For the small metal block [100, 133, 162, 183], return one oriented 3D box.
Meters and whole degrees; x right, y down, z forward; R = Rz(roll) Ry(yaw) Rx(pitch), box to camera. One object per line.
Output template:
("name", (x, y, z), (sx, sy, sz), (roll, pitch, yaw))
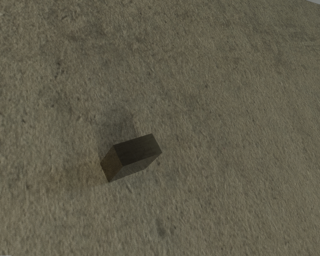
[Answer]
("small metal block", (-0.033, 0.034, 0.349), (0.050, 0.050, 0.025), (-17, 71, -35))
